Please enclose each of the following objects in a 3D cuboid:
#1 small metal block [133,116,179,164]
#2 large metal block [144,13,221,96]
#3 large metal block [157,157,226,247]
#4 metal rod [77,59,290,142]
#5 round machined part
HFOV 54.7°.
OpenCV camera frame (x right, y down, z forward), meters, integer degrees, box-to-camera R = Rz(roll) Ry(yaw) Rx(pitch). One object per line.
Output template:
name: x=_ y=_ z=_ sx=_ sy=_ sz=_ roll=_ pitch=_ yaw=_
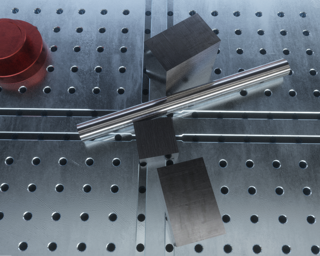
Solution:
small metal block: x=-0.005 y=0.016 z=0.406 sx=0.050 sy=0.025 sz=0.050 roll=-10 pitch=70 yaw=-4
large metal block: x=0.028 y=-0.093 z=0.417 sx=0.080 sy=0.080 sz=0.050 roll=-32 pitch=73 yaw=-11
large metal block: x=0.031 y=0.086 z=0.351 sx=0.050 sy=0.080 sz=0.080 roll=-13 pitch=71 yaw=-5
metal rod: x=0.037 y=-0.040 z=0.426 sx=0.302 sy=0.025 sz=0.025 roll=-18 pitch=71 yaw=-7
round machined part: x=-0.219 y=-0.117 z=0.444 sx=0.099 sy=0.042 sz=0.098 roll=0 pitch=70 yaw=0
